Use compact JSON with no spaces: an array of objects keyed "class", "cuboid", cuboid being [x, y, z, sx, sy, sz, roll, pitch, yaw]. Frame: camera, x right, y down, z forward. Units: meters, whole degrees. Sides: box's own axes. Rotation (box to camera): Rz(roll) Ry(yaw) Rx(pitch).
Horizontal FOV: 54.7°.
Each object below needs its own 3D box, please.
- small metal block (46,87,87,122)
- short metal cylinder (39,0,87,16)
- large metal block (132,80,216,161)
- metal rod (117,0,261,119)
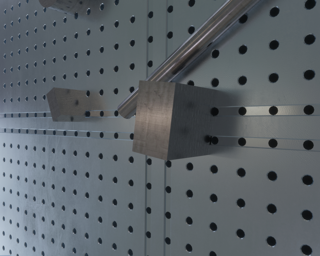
[{"class":"small metal block","cuboid":[-0.157,-0.038,0.523,0.025,0.050,0.050,-31,71,36]},{"class":"short metal cylinder","cuboid":[-0.166,-0.240,0.530,0.080,0.050,0.079,0,90,40]},{"class":"large metal block","cuboid":[0.018,-0.010,0.359,0.050,0.081,0.079,10,97,39]},{"class":"metal rod","cuboid":[0.046,-0.103,0.371,0.299,0.025,0.025,-39,66,33]}]
